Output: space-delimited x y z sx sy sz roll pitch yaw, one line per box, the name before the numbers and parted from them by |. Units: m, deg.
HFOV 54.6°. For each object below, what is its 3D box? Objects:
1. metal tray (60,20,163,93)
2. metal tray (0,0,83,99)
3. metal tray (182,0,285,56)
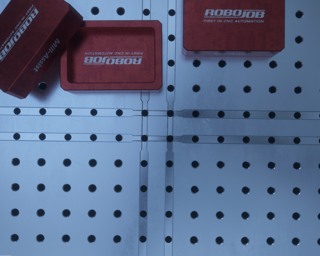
metal tray | -0.062 -0.093 0.410 0.131 0.030 0.090 0 90 0
metal tray | -0.170 -0.113 0.392 0.090 0.030 0.130 38 91 23
metal tray | 0.095 -0.143 0.411 0.131 0.030 0.090 0 90 0
